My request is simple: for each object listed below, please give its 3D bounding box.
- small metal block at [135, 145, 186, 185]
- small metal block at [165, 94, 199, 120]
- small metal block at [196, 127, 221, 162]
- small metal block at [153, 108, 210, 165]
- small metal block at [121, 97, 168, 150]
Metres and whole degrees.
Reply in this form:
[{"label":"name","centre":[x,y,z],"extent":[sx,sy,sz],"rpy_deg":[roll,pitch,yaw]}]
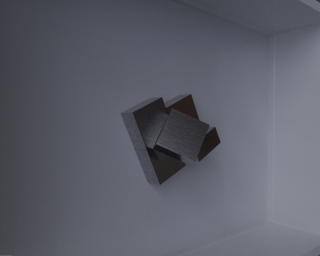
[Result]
[{"label":"small metal block","centre":[0.001,0.039,0.408],"extent":[0.050,0.025,0.050],"rpy_deg":[-31,110,-36]},{"label":"small metal block","centre":[0.025,-0.014,0.428],"extent":[0.050,0.025,0.050],"rpy_deg":[-31,110,-36]},{"label":"small metal block","centre":[0.047,0.021,0.429],"extent":[0.050,0.050,0.025],"rpy_deg":[-35,112,-35]},{"label":"small metal block","centre":[0.026,0.011,0.380],"extent":[0.050,0.025,0.050],"rpy_deg":[24,71,-2]},{"label":"small metal block","centre":[-0.015,-0.006,0.394],"extent":[0.050,0.025,0.050],"rpy_deg":[-31,110,-36]}]
